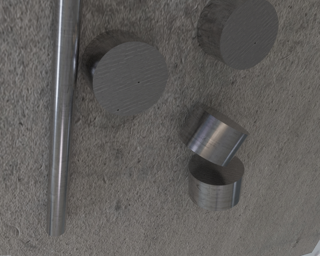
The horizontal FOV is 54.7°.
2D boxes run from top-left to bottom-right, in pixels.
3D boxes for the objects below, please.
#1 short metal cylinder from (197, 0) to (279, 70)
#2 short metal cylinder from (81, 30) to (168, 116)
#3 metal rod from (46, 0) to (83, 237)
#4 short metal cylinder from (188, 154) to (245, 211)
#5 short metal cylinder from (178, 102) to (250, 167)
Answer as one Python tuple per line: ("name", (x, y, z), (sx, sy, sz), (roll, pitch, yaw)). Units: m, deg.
("short metal cylinder", (0.091, -0.116, 0.369), (0.081, 0.050, 0.079), (-14, 124, -21))
("short metal cylinder", (-0.039, -0.060, 0.333), (0.081, 0.050, 0.079), (-14, 124, -21))
("metal rod", (-0.111, 0.005, 0.349), (0.025, 0.025, 0.298), (-3, 120, -27))
("short metal cylinder", (0.083, 0.077, 0.464), (0.081, 0.080, 0.050), (-16, 125, -20))
("short metal cylinder", (0.071, 0.007, 0.415), (0.080, 0.080, 0.050), (20, 108, -36))
